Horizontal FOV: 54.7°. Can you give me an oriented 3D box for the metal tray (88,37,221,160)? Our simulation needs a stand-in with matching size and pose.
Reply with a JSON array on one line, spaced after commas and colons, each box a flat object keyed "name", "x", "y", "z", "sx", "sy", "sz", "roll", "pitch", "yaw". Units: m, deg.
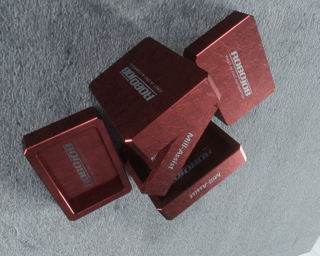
[{"name": "metal tray", "x": -0.013, "y": -0.038, "z": 0.311, "sx": 0.090, "sy": 0.130, "sz": 0.030, "roll": -40, "pitch": 130, "yaw": -2}]

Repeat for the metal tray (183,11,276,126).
[{"name": "metal tray", "x": 0.097, "y": -0.075, "z": 0.414, "sx": 0.090, "sy": 0.030, "sz": 0.130, "roll": -38, "pitch": 130, "yaw": -3}]

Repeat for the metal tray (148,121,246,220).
[{"name": "metal tray", "x": 0.037, "y": 0.050, "z": 0.419, "sx": 0.130, "sy": 0.090, "sz": 0.030, "roll": -37, "pitch": 130, "yaw": -4}]

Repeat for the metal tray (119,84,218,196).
[{"name": "metal tray", "x": 0.004, "y": 0.004, "z": 0.372, "sx": 0.030, "sy": 0.090, "sz": 0.129, "roll": 18, "pitch": 109, "yaw": -36}]

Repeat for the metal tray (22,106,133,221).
[{"name": "metal tray", "x": -0.096, "y": 0.048, "z": 0.383, "sx": 0.091, "sy": 0.030, "sz": 0.129, "roll": -26, "pitch": 128, "yaw": -13}]
